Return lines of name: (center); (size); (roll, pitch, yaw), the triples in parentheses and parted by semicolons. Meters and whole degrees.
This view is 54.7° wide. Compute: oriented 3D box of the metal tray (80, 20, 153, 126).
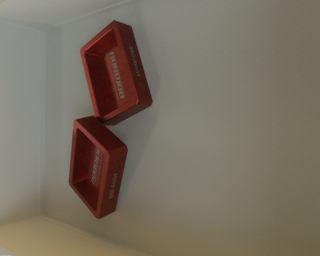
metal tray: (-0.068, -0.078, 0.456); (0.090, 0.030, 0.129); (-25, 74, 36)

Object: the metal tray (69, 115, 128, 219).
metal tray: (-0.095, 0.058, 0.457); (0.090, 0.030, 0.129); (38, 129, 33)
